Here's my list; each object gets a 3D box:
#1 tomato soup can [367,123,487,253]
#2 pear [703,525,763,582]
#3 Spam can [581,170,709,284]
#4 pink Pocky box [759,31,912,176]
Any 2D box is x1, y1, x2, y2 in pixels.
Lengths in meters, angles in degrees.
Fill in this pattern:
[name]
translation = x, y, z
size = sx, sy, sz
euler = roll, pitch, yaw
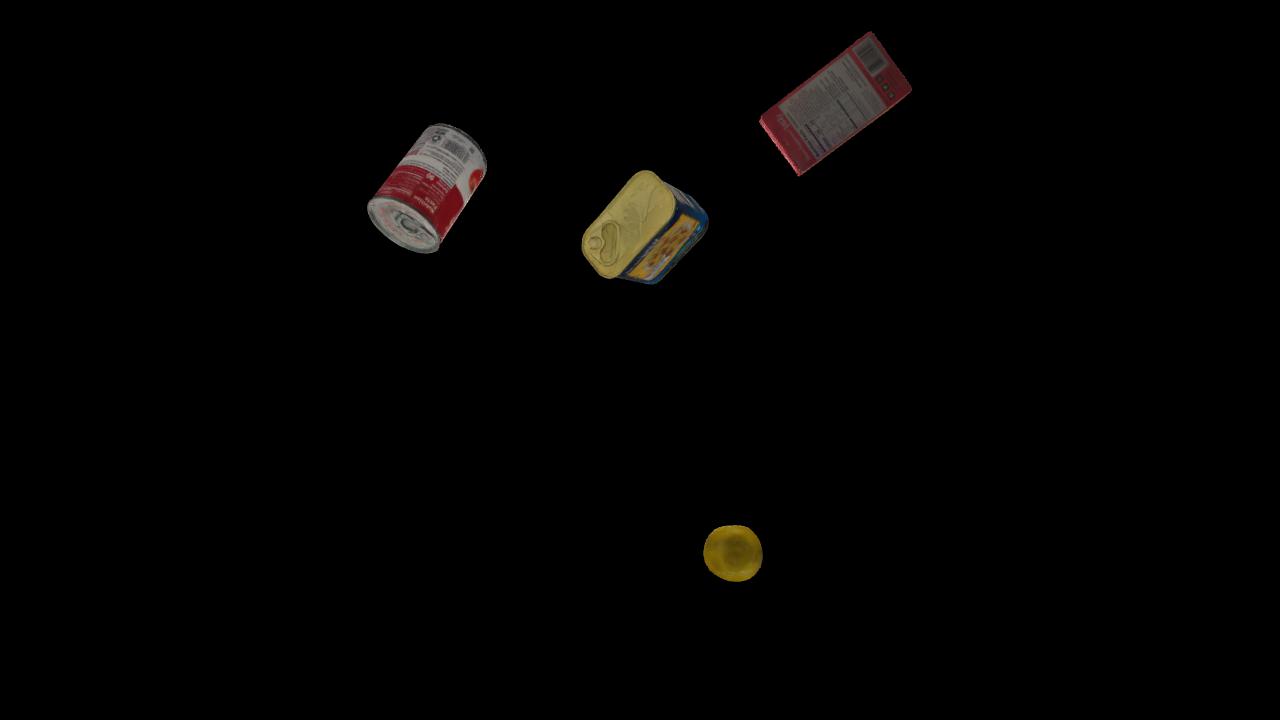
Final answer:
[tomato soup can]
translation = -0.191, -0.157, 0.560
size = 0.068, 0.101, 0.068
euler = 15, -29, 9
[pear]
translation = 0.127, 0.265, 0.852
size = 0.080, 0.080, 0.111
euler = 0, -12, 5
[Spam can]
translation = 0.008, -0.121, 0.588
size = 0.101, 0.058, 0.085
euler = -44, -20, 23
[pink Pocky box]
translation = 0.226, -0.297, 0.720
size = 0.155, 0.084, 0.029
euler = -37, 1, 7
